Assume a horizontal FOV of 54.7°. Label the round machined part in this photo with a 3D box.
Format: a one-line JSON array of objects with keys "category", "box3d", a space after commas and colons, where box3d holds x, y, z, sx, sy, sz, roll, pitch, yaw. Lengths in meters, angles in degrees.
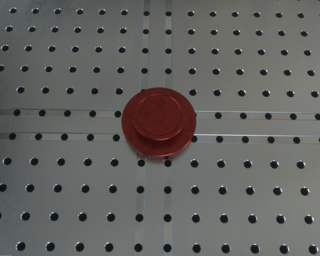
[{"category": "round machined part", "box3d": [-0.001, -0.010, 0.406, 0.099, 0.042, 0.098, 0, 70, -1]}]
